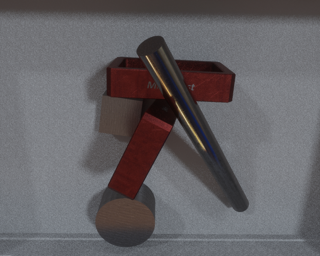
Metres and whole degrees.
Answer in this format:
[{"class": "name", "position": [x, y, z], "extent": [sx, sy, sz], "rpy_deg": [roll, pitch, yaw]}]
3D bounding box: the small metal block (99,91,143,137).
[{"class": "small metal block", "position": [-0.050, -0.018, 0.404], "extent": [0.050, 0.025, 0.050], "rpy_deg": [8, 110, -4]}]

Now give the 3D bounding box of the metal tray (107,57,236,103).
[{"class": "metal tray", "position": [0.011, -0.058, 0.355], "extent": [0.131, 0.090, 0.030], "rpy_deg": [3, 110, -2]}]

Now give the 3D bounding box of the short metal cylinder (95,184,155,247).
[{"class": "short metal cylinder", "position": [-0.047, 0.121, 0.442], "extent": [0.081, 0.050, 0.079], "rpy_deg": [0, 110, -1]}]

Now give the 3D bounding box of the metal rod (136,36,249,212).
[{"class": "metal rod", "position": [0.055, 0.023, 0.355], "extent": [0.025, 0.025, 0.300], "rpy_deg": [-27, 133, 9]}]

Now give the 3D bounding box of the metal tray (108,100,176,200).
[{"class": "metal tray", "position": [-0.012, 0.013, 0.358], "extent": [0.030, 0.130, 0.089], "rpy_deg": [28, 108, 0]}]
